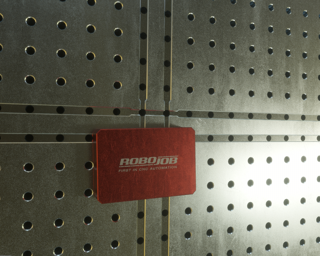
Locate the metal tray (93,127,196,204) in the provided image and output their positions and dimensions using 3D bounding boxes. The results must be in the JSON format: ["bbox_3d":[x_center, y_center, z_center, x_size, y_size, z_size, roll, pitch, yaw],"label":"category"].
[{"bbox_3d":[-0.019,0.045,0.404,0.131,0.030,0.089,-1,91,-21],"label":"metal tray"}]
